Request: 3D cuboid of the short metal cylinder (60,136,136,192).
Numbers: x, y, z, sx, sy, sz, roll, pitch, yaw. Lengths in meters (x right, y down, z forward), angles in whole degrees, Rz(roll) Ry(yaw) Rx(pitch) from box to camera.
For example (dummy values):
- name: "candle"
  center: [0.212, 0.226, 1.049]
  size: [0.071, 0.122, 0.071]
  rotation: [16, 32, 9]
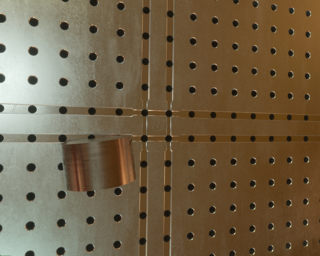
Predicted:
- name: "short metal cylinder"
  center: [-0.070, 0.038, 0.357]
  size: [0.081, 0.080, 0.050]
  rotation: [-7, 93, -20]
